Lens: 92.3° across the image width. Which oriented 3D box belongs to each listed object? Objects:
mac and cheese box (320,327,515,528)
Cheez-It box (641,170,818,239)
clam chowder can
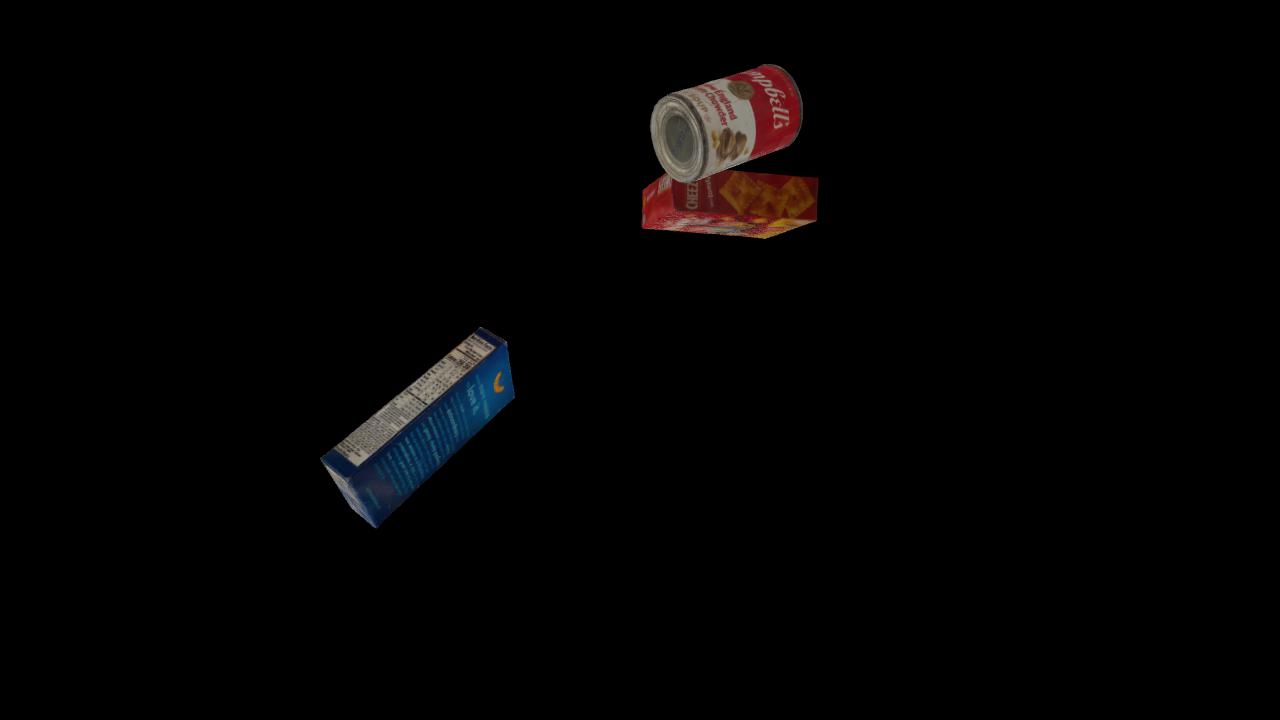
[{"bbox_3d":[-0.195,0.059,0.572,0.041,0.093,0.184,29,54,19],"label":"mac and cheese box"},{"bbox_3d":[0.129,-0.233,0.927,0.223,0.071,0.166,0,2,-15],"label":"Cheez-It box"},{"bbox_3d":[0.067,-0.185,0.483,0.102,0.068,0.068,-27,12,-24],"label":"clam chowder can"}]
